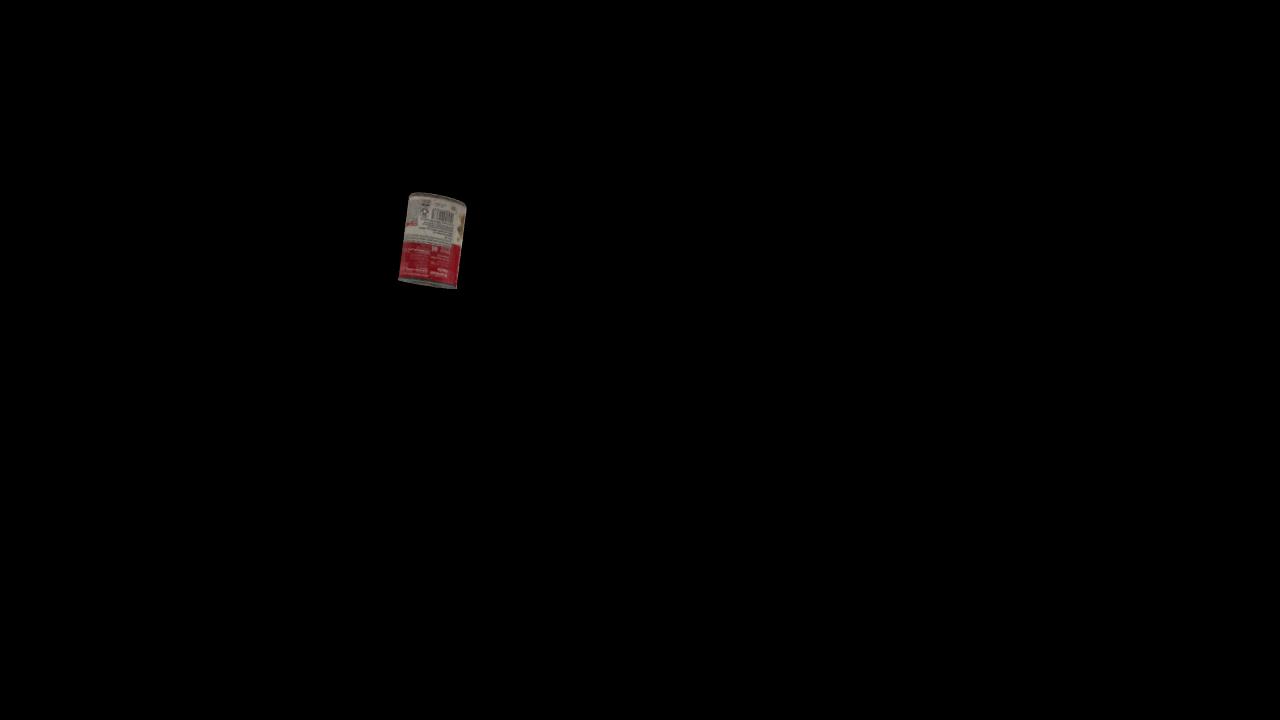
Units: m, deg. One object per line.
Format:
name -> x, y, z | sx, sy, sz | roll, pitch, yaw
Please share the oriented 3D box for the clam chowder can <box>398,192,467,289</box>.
clam chowder can -> -0.246, -0.140, 0.731 | 0.068, 0.102, 0.068 | 7, 1, 0
